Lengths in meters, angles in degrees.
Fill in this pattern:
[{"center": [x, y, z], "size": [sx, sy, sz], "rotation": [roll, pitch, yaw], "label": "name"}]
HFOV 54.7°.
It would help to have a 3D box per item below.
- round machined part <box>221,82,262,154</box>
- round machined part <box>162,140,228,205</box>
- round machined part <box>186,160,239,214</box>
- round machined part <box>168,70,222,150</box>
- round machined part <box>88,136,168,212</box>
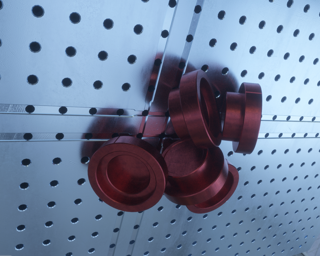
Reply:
[{"center": [0.108, -0.015, 0.427], "size": [0.042, 0.098, 0.097], "rotation": [6, 121, 6], "label": "round machined part"}, {"center": [0.038, 0.051, 0.419], "size": [0.098, 0.098, 0.042], "rotation": [-34, 127, -6], "label": "round machined part"}, {"center": [0.074, 0.086, 0.496], "size": [0.099, 0.042, 0.097], "rotation": [-14, 125, -21], "label": "round machined part"}, {"center": [0.043, -0.021, 0.389], "size": [0.042, 0.098, 0.098], "rotation": [-13, 133, 23], "label": "round machined part"}, {"center": [-0.037, 0.054, 0.394], "size": [0.098, 0.042, 0.097], "rotation": [4, 113, 11], "label": "round machined part"}]
